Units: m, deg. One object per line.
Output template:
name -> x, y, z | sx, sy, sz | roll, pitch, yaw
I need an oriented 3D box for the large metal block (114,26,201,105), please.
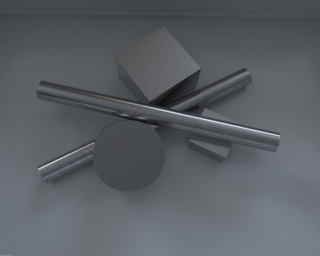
large metal block -> -0.004, -0.077, 0.422 | 0.080, 0.050, 0.080 | -34, 74, -12

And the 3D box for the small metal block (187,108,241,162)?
small metal block -> 0.070, 0.010, 0.404 | 0.050, 0.025, 0.050 | 25, 72, 8

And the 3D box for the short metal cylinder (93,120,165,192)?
short metal cylinder -> -0.039, 0.030, 0.368 | 0.081, 0.050, 0.079 | 0, 92, -12

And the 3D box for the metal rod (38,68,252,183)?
metal rod -> -0.012, -0.008, 0.410 | 0.302, 0.025, 0.025 | -26, 72, -10

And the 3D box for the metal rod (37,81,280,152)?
metal rod -> -0.005, -0.016, 0.387 | 0.302, 0.025, 0.025 | 13, 71, 4
